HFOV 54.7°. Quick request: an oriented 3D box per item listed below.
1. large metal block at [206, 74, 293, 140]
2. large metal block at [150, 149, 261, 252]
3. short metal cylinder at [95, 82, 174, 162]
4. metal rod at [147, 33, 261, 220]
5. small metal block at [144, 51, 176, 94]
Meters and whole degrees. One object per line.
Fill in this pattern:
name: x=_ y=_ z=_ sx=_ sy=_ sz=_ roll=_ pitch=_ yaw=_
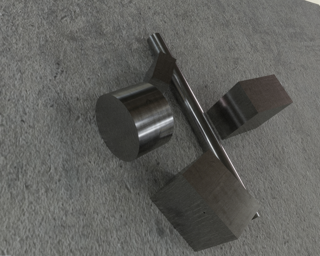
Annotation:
large metal block: x=0.131 y=-0.031 z=0.457 sx=0.081 sy=0.080 sz=0.050 roll=-15 pitch=70 yaw=-34
large metal block: x=0.047 y=0.082 z=0.343 sx=0.080 sy=0.080 sz=0.050 roll=49 pitch=51 yaw=6
short metal cylinder: x=-0.030 y=-0.008 z=0.357 sx=0.050 sy=0.080 sz=0.080 roll=-25 pitch=76 yaw=-37
metal rod: x=0.054 y=-0.012 z=0.439 sx=0.025 sy=0.025 sz=0.299 roll=-14 pitch=69 yaw=-34
small metal block: x=-0.004 y=-0.068 z=0.427 sx=0.025 sy=0.050 sz=0.050 roll=24 pitch=53 yaw=-14
